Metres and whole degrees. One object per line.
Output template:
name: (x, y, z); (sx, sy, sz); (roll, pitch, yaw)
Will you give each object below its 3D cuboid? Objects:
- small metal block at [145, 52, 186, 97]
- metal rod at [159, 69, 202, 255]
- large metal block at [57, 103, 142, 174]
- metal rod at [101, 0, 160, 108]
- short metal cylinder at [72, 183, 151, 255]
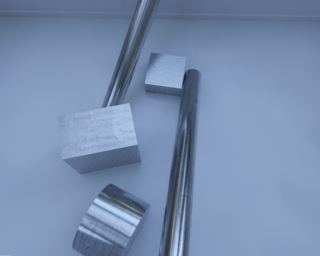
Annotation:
small metal block: (0.008, -0.075, 0.437); (0.050, 0.025, 0.050); (8, 70, 2)
metal rod: (0.026, 0.031, 0.333); (0.025, 0.025, 0.300); (8, 45, 3)
large metal block: (-0.069, 0.016, 0.374); (0.081, 0.080, 0.050); (-11, 71, -4)
metal rod: (-0.019, -0.141, 0.380); (0.025, 0.025, 0.298); (23, 103, 8)
short metal cylinder: (-0.051, 0.108, 0.340); (0.050, 0.080, 0.080); (26, 72, 9)
